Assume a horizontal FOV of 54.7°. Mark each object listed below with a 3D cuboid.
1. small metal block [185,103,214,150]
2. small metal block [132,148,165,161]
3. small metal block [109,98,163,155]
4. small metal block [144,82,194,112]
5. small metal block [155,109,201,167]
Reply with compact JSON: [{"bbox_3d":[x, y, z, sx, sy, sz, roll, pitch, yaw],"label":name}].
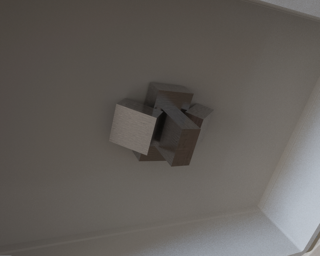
[{"bbox_3d":[0.046,-0.001,0.415,0.050,0.025,0.050,-35,145,-60],"label":"small metal block"},{"bbox_3d":[-0.004,0.016,0.414,0.050,0.025,0.050,3,117,-29],"label":"small metal block"},{"bbox_3d":[-0.029,-0.002,0.372,0.050,0.025,0.050,20,115,10],"label":"small metal block"},{"bbox_3d":[0.009,-0.028,0.393,0.050,0.025,0.050,2,118,-30],"label":"small metal block"},{"bbox_3d":[0.019,0.011,0.374,0.025,0.050,0.050,0,118,-29],"label":"small metal block"}]
